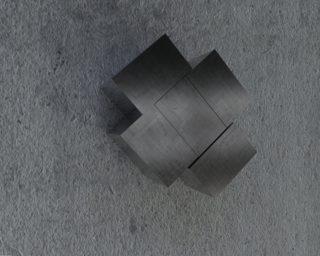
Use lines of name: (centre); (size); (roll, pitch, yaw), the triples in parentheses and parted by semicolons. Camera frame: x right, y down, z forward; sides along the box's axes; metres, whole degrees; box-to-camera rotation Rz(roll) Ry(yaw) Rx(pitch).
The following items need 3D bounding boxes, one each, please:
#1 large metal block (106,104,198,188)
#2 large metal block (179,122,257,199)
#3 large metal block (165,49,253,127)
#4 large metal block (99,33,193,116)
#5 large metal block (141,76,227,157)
large metal block: (-0.013, 0.020, 0.378); (0.050, 0.080, 0.080); (-44, 104, -15)
large metal block: (0.064, 0.038, 0.406); (0.080, 0.080, 0.050); (-44, 104, -15)
large metal block: (0.058, -0.047, 0.404); (0.050, 0.080, 0.080); (-44, 104, -15)
large metal block: (-0.020, -0.060, 0.375); (0.080, 0.080, 0.050); (-44, 104, -15)
large metal block: (0.023, -0.013, 0.391); (0.050, 0.080, 0.080); (-44, 104, -15)
